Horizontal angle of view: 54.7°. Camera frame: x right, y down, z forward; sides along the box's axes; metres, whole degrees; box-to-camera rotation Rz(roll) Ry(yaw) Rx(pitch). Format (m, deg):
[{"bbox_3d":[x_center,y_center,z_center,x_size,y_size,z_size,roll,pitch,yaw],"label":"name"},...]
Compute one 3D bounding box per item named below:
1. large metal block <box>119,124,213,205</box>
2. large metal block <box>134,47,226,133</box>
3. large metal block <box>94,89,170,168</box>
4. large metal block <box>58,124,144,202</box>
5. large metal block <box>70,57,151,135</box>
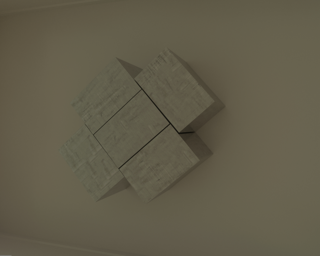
[{"bbox_3d":[0.011,0.040,0.376,0.080,0.080,0.050,-42,77,15],"label":"large metal block"},{"bbox_3d":[0.027,-0.042,0.370,0.050,0.080,0.080,-42,77,15],"label":"large metal block"},{"bbox_3d":[-0.020,0.001,0.387,0.080,0.080,0.050,-42,77,15],"label":"large metal block"},{"bbox_3d":[-0.070,0.041,0.404,0.050,0.080,0.080,-42,77,15],"label":"large metal block"},{"bbox_3d":[-0.051,-0.037,0.397,0.080,0.080,0.050,-42,77,15],"label":"large metal block"}]
